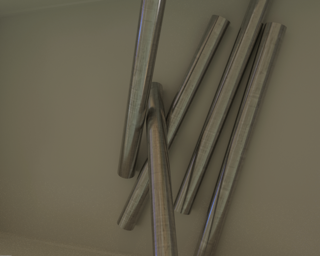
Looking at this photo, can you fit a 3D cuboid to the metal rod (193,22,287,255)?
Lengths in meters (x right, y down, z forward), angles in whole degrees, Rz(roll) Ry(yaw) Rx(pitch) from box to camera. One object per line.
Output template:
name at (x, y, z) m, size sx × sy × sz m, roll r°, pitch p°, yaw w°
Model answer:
metal rod at (0.095, 0.024, 0.376) m, size 0.025 × 0.025 × 0.298 m, roll 18°, pitch 96°, yaw 19°

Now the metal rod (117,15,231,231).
metal rod at (0.014, 0.000, 0.405) m, size 0.025 × 0.025 × 0.298 m, roll 27°, pitch 99°, yaw 18°

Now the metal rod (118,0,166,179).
metal rod at (-0.020, -0.063, 0.353) m, size 0.025 × 0.025 × 0.298 m, roll 23°, pitch 123°, yaw 18°

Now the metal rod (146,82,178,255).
metal rod at (0.001, 0.075, 0.341) m, size 0.025 × 0.025 × 0.299 m, roll -16°, pitch 58°, yaw 19°

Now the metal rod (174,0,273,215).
metal rod at (0.078, -0.033, 0.382) m, size 0.025 × 0.025 × 0.298 m, roll 22°, pitch 97°, yaw 18°
